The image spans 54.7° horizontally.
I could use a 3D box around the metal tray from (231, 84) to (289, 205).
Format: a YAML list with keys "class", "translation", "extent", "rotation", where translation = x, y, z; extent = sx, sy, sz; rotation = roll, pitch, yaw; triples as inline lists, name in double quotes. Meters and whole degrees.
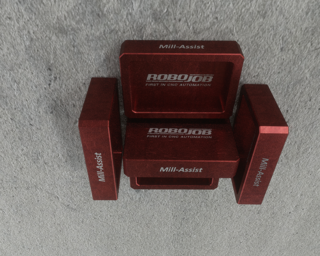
- class: "metal tray"
  translation: [0.114, 0.022, 0.385]
  extent: [0.030, 0.090, 0.129]
  rotation: [1, 130, -1]

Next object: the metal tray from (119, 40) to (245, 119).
- class: "metal tray"
  translation: [0.023, -0.054, 0.360]
  extent: [0.131, 0.030, 0.089]
  rotation: [0, 133, -1]

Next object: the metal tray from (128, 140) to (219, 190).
- class: "metal tray"
  translation: [0.021, 0.049, 0.449]
  extent: [0.131, 0.030, 0.089]
  rotation: [0, 129, -1]

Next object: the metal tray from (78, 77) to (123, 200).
- class: "metal tray"
  translation: [-0.067, 0.015, 0.378]
  extent: [0.030, 0.090, 0.129]
  rotation: [1, 131, -1]

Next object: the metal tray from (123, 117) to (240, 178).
- class: "metal tray"
  translation: [0.024, 0.017, 0.383]
  extent: [0.131, 0.090, 0.030]
  rotation: [1, 131, -1]
